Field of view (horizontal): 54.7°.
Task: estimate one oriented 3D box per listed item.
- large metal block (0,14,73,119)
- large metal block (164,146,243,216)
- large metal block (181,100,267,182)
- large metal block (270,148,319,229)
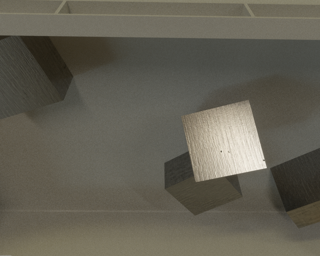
[{"bbox_3d":[-0.155,-0.064,0.336,0.080,0.050,0.080,-15,129,12],"label":"large metal block"},{"bbox_3d":[0.063,0.076,0.458,0.080,0.050,0.080,-29,125,22],"label":"large metal block"},{"bbox_3d":[0.077,0.018,0.380,0.080,0.080,0.050,-14,170,11],"label":"large metal block"},{"bbox_3d":[0.218,0.086,0.448,0.080,0.080,0.050,-28,125,21],"label":"large metal block"}]
